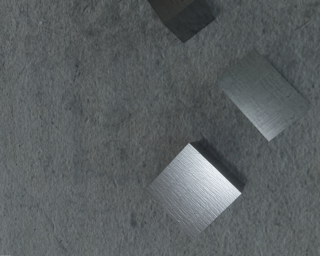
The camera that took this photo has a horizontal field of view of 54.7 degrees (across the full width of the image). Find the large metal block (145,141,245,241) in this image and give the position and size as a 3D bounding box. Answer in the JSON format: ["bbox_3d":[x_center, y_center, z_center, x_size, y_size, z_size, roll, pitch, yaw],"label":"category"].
[{"bbox_3d":[0.044,0.073,0.380,0.080,0.050,0.080,45,103,14],"label":"large metal block"}]

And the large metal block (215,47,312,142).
[{"bbox_3d":[0.113,-0.033,0.340,0.050,0.080,0.080,-42,77,15],"label":"large metal block"}]

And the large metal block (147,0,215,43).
[{"bbox_3d":[0.017,-0.159,0.373,0.050,0.080,0.080,-35,79,16],"label":"large metal block"}]
